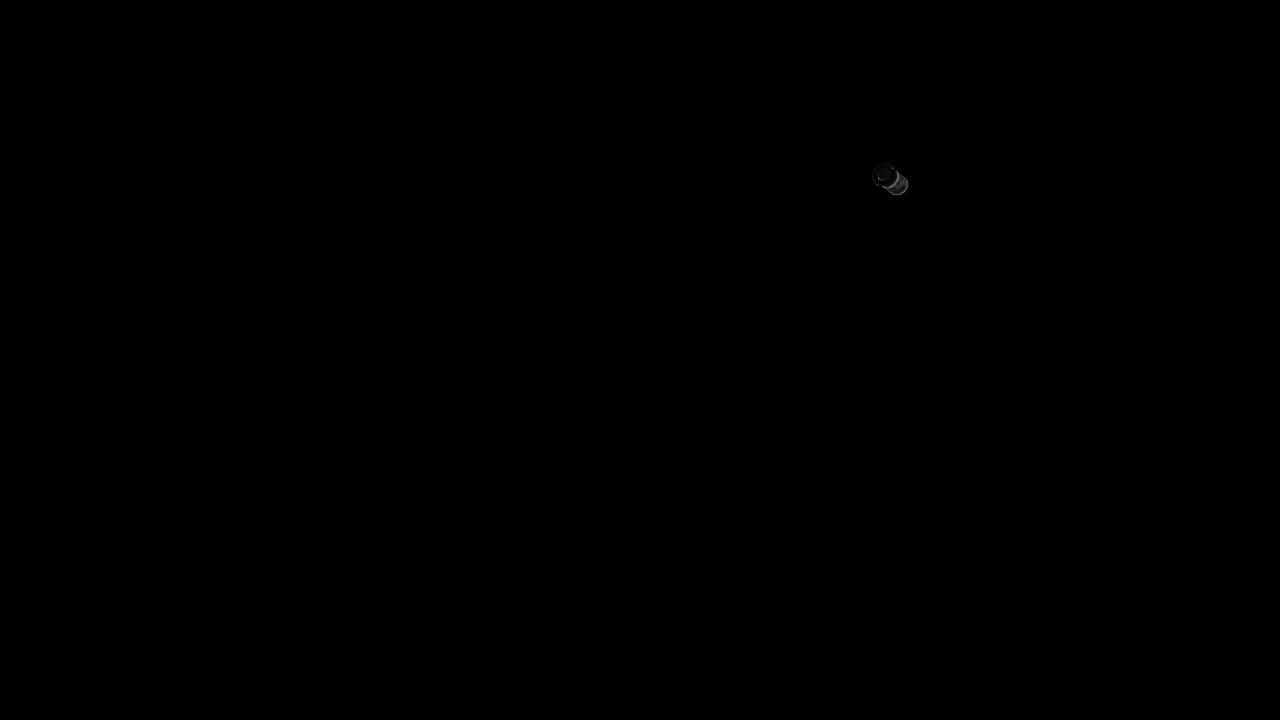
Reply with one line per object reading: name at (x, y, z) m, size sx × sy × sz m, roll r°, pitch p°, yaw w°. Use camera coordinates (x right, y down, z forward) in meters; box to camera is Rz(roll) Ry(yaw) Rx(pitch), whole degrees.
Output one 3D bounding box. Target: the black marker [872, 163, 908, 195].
black marker at (0.227, -0.162, 0.555) m, size 0.020 × 0.020 × 0.121 m, roll 0°, pitch 10°, yaw 28°
